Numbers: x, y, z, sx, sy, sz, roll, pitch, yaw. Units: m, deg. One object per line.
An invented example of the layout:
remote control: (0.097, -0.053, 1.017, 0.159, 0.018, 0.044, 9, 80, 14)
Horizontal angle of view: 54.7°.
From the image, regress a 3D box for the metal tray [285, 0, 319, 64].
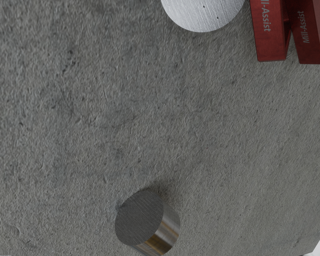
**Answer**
metal tray: (0.195, -0.155, 0.387, 0.090, 0.030, 0.130, -58, 135, -21)

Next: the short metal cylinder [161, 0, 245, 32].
short metal cylinder: (0.043, -0.140, 0.304, 0.080, 0.050, 0.079, 4, 121, 7)

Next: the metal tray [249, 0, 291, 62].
metal tray: (0.124, -0.151, 0.344, 0.090, 0.030, 0.130, -62, 142, -39)

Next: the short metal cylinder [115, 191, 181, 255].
short metal cylinder: (-0.018, 0.138, 0.447, 0.080, 0.080, 0.050, -40, 130, -1)
